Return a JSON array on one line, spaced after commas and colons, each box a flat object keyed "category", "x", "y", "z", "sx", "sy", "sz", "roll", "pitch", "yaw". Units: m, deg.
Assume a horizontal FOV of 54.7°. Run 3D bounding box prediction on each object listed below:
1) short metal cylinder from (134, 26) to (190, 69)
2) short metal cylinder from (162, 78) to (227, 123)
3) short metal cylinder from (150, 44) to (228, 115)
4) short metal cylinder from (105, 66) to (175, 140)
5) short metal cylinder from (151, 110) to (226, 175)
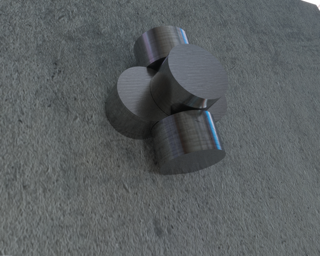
[{"category": "short metal cylinder", "x": 0.007, "y": -0.096, "z": 0.434, "sx": 0.081, "sy": 0.080, "sz": 0.050, "roll": 0, "pitch": 62, "yaw": -29}, {"category": "short metal cylinder", "x": 0.046, "y": -0.032, "z": 0.435, "sx": 0.081, "sy": 0.050, "sz": 0.080, "roll": 14, "pitch": 56, "yaw": -21}, {"category": "short metal cylinder", "x": 0.035, "y": -0.055, "z": 0.378, "sx": 0.081, "sy": 0.050, "sz": 0.080, "roll": 14, "pitch": 56, "yaw": -21}, {"category": "short metal cylinder", "x": -0.024, "y": -0.031, "z": 0.396, "sx": 0.081, "sy": 0.050, "sz": 0.080, "roll": 14, "pitch": 56, "yaw": -21}, {"category": "short metal cylinder", "x": 0.034, "y": 0.020, "z": 0.378, "sx": 0.081, "sy": 0.080, "sz": 0.050, "roll": 0, "pitch": 62, "yaw": -29}]
